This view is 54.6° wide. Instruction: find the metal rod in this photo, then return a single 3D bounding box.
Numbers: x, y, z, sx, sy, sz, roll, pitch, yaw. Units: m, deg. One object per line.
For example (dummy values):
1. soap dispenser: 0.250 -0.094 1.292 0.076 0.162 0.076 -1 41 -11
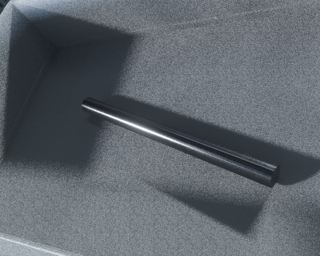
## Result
1. metal rod: 0.002 0.006 0.400 0.300 0.025 0.025 20 73 35
